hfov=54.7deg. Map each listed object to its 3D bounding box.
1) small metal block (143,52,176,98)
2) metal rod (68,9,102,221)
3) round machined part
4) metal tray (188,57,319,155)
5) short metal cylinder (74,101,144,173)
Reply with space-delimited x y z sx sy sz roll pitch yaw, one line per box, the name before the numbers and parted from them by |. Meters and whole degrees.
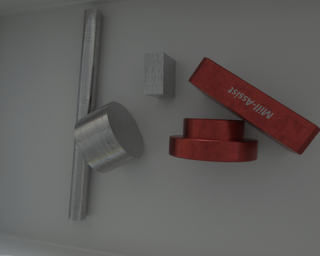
small metal block | 0.001 -0.066 0.396 0.025 0.050 0.050 1 90 20
metal rod | -0.108 -0.017 0.447 0.025 0.025 0.298 5 92 19
round machined part | 0.060 0.011 0.350 0.098 0.098 0.042 3 92 19
metal tray | 0.100 -0.022 0.339 0.130 0.090 0.030 36 98 16
short metal cylinder | -0.064 0.012 0.403 0.050 0.080 0.080 -26 82 18
